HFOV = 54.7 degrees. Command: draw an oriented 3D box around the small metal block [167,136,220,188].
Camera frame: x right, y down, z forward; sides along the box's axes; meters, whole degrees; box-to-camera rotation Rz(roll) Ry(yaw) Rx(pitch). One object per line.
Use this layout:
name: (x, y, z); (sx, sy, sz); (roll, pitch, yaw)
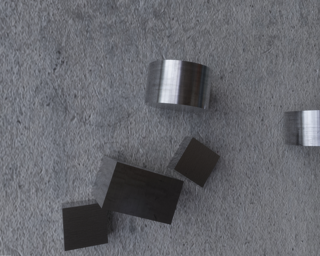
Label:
small metal block: (0.047, 0.046, 0.428); (0.050, 0.025, 0.050); (35, 79, -17)

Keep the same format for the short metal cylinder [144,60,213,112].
short metal cylinder: (0.023, -0.050, 0.389); (0.081, 0.080, 0.050); (7, 88, -20)

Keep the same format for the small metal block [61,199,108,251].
small metal block: (-0.092, 0.116, 0.376); (0.050, 0.025, 0.050); (-3, 91, -20)

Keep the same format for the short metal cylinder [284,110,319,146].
short metal cylinder: (0.231, -0.001, 0.467); (0.081, 0.080, 0.050); (-2, 91, -20)

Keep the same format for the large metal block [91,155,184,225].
large metal block: (-0.030, 0.071, 0.370); (0.081, 0.080, 0.050); (19, 84, -19)
